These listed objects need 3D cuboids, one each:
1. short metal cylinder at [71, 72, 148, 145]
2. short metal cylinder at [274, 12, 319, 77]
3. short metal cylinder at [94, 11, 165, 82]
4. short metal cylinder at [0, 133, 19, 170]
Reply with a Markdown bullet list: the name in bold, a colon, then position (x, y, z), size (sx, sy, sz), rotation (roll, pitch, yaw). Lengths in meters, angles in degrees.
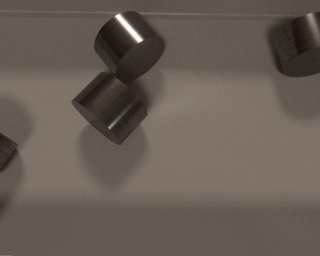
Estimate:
- **short metal cylinder**: position (-0.063, -0.024, 0.388), size (0.080, 0.080, 0.050), rotation (37, 74, 12)
- **short metal cylinder**: position (0.204, -0.111, 0.424), size (0.081, 0.080, 0.050), rotation (-7, 70, -3)
- **short metal cylinder**: position (-0.041, -0.109, 0.420), size (0.080, 0.080, 0.050), rotation (-35, 74, -12)
- **short metal cylinder**: position (-0.222, 0.019, 0.371), size (0.080, 0.080, 0.050), rotation (28, 72, 9)
